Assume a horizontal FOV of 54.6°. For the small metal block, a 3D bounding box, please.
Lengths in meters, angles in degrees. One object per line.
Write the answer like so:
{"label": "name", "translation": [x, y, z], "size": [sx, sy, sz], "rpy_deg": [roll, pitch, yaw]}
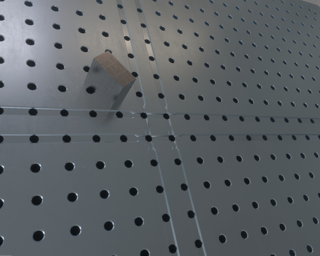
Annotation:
{"label": "small metal block", "translation": [-0.064, -0.060, 0.394], "size": [0.050, 0.050, 0.025], "rpy_deg": [46, 51, 3]}
